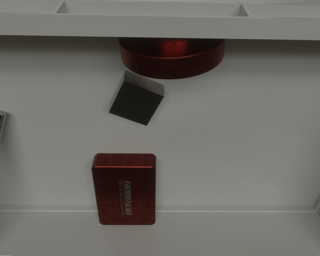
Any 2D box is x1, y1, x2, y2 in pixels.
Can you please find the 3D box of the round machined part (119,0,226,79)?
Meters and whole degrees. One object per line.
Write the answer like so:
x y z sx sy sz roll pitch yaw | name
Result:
0.011 -0.088 0.286 0.099 0.098 0.042 -3 130 2 | round machined part

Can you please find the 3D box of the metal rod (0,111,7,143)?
-0.254 0.119 0.416 0.025 0.025 0.298 16 100 -14 | metal rod

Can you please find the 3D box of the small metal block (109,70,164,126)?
-0.029 -0.036 0.378 0.050 0.025 0.050 20 127 -17 | small metal block

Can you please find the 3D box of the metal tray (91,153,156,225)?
-0.052 0.098 0.482 0.091 0.030 0.129 0 125 -1 | metal tray
